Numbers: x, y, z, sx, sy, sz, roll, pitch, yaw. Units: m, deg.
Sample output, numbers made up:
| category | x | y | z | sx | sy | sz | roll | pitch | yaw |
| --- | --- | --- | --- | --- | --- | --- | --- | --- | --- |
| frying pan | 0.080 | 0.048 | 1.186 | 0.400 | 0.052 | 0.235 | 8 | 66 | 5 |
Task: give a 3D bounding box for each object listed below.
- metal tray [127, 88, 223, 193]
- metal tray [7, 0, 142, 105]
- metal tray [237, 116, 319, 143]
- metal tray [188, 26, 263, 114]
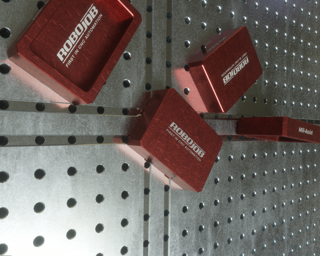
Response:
| category | x | y | z | sx | sy | sz | roll | pitch | yaw |
| --- | --- | --- | --- | --- | --- | --- | --- | --- | --- |
| metal tray | 0.026 | 0.019 | 0.427 | 0.130 | 0.030 | 0.090 | 42 | 65 | -32 |
| metal tray | -0.084 | -0.101 | 0.333 | 0.090 | 0.030 | 0.130 | 40 | 66 | -33 |
| metal tray | 0.209 | 0.005 | 0.540 | 0.131 | 0.090 | 0.030 | 9 | 84 | -40 |
| metal tray | 0.109 | -0.094 | 0.495 | 0.131 | 0.030 | 0.090 | -43 | 116 | -31 |
